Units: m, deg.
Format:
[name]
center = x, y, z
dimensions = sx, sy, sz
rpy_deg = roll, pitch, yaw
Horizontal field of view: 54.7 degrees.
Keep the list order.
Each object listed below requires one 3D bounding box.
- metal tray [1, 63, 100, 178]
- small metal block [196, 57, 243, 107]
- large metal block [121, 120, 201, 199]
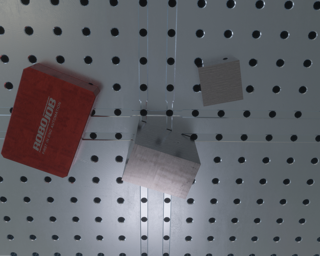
[metal tray]
center = -0.144, -0.007, 0.407
dimensions = 0.090, 0.030, 0.129
rpy_deg = 21, 109, -8
[small metal block]
center = 0.075, -0.059, 0.392
dimensions = 0.050, 0.025, 0.050
rpy_deg = -10, 110, 3
[large metal block]
center = 0.001, 0.038, 0.398
dimensions = 0.080, 0.080, 0.050
rpy_deg = 18, 109, -7
